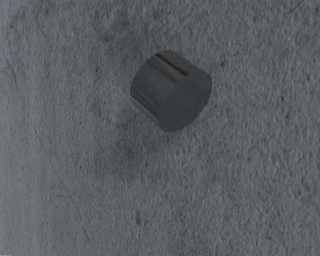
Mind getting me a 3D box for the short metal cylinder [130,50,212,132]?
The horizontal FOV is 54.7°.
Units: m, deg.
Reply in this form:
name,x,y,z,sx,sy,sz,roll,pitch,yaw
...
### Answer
name,x,y,z,sx,sy,sz,roll,pitch,yaw
short metal cylinder,0.013,-0.042,0.356,0.050,0.081,0.079,42,115,31
